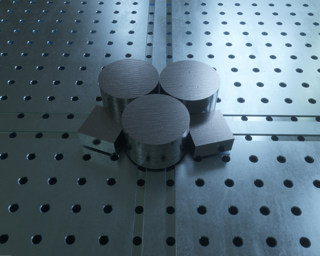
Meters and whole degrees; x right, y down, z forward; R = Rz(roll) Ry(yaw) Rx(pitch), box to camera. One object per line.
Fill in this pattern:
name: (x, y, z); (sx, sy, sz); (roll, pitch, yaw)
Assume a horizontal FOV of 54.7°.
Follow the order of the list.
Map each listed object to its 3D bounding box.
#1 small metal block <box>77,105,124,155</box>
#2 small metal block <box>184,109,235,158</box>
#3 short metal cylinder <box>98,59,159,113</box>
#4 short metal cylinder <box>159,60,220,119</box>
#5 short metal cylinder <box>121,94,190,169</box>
small metal block: (-0.070, 0.002, 0.401); (0.050, 0.025, 0.050); (16, 52, 13)
small metal block: (0.061, 0.007, 0.398); (0.050, 0.025, 0.050); (-11, 51, -9)
short metal cylinder: (-0.041, -0.051, 0.429); (0.081, 0.050, 0.080); (0, 50, 0)
short metal cylinder: (0.039, -0.049, 0.428); (0.081, 0.050, 0.080); (0, 50, 0)
short metal cylinder: (-0.005, 0.003, 0.384); (0.081, 0.050, 0.080); (0, 50, 0)
